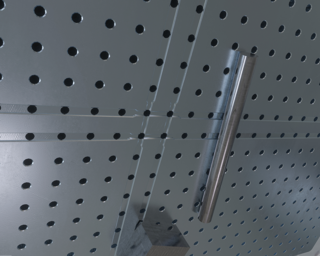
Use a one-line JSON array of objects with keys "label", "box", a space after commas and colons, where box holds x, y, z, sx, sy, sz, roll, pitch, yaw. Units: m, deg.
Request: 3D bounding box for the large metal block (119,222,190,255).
[{"label": "large metal block", "box": [-0.011, 0.209, 0.519, 0.080, 0.050, 0.080, 20, 108, -36]}]

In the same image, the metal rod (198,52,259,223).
[{"label": "metal rod", "box": [0.100, 0.032, 0.485, 0.025, 0.025, 0.298, -6, 121, -26]}]
